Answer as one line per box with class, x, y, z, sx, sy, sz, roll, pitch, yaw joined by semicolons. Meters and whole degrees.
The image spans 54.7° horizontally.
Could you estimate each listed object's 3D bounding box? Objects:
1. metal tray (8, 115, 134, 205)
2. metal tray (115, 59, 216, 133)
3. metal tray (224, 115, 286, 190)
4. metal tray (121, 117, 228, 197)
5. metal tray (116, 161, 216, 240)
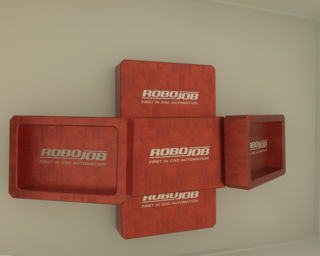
metal tray;-0.096;0.032;0.338;0.131;0.030;0.089;1;91;9
metal tray;0.009;-0.039;0.408;0.131;0.030;0.089;-1;90;-21
metal tray;0.133;0.027;0.422;0.131;0.030;0.089;-3;92;-49
metal tray;0.019;0.032;0.381;0.131;0.030;0.089;-1;90;-21
metal tray;0.009;0.090;0.408;0.131;0.030;0.089;-1;90;-21
